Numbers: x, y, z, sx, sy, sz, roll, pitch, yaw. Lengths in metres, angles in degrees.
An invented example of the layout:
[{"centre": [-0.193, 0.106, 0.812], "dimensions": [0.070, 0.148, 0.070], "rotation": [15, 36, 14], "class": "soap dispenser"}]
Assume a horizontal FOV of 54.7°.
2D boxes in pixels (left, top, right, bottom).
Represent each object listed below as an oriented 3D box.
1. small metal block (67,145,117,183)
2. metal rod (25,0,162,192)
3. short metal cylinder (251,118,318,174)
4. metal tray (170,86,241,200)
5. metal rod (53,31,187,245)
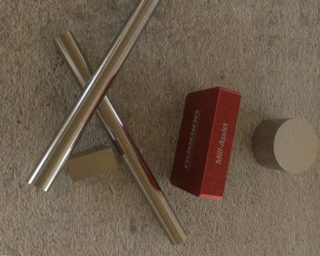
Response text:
[{"centre": [-0.083, 0.040, 0.366], "dimensions": [0.050, 0.050, 0.025], "rotation": [-17, 96, -20], "class": "small metal block"}, {"centre": [-0.061, -0.067, 0.362], "dimensions": [0.025, 0.025, 0.300], "rotation": [33, 70, -18], "class": "metal rod"}, {"centre": [0.187, 0.025, 0.467], "dimensions": [0.081, 0.050, 0.079], "rotation": [0, 90, -21], "class": "short metal cylinder"}, {"centre": [0.055, 0.017, 0.396], "dimensions": [0.030, 0.090, 0.129], "rotation": [13, 86, -20], "class": "metal tray"}, {"centre": [-0.045, 0.021, 0.393], "dimensions": [0.025, 0.025, 0.299], "rotation": [-32, 101, -17], "class": "metal rod"}]
